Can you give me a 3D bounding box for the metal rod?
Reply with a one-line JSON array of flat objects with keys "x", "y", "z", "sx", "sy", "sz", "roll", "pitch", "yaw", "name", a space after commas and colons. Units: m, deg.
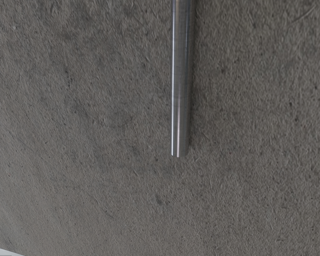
[{"x": 0.024, "y": -0.096, "z": 0.335, "sx": 0.025, "sy": 0.025, "sz": 0.298, "roll": 13, "pitch": 124, "yaw": 21, "name": "metal rod"}]
